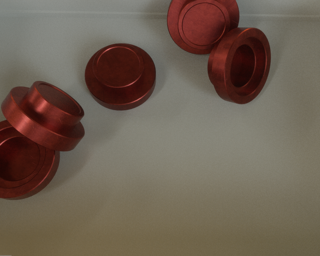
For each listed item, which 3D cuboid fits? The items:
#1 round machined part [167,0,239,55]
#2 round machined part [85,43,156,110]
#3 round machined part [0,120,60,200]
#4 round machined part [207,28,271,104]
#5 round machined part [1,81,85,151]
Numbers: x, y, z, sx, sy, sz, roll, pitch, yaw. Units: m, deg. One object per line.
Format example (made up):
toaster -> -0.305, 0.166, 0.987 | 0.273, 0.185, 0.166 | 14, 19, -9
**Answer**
round machined part -> 0.058, -0.146, 0.423 | 0.099, 0.097, 0.042 | 4, 35, 1
round machined part -> -0.055, -0.077, 0.428 | 0.099, 0.042, 0.098 | 0, 70, -1
round machined part -> -0.174, 0.040, 0.384 | 0.099, 0.042, 0.098 | 0, 70, -1
round machined part -> 0.102, -0.084, 0.413 | 0.042, 0.098, 0.098 | 22, 67, 47
round machined part -> -0.132, -0.020, 0.373 | 0.098, 0.098, 0.042 | 42, 102, 13
